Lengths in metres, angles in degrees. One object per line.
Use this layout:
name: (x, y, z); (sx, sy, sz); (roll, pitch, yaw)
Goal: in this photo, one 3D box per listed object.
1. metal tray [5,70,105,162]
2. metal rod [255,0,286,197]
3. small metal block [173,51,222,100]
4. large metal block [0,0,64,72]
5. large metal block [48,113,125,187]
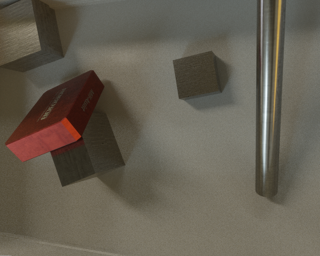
metal tray: (-0.131, -0.020, 0.404); (0.090, 0.130, 0.030); (-20, 121, 18)
metal rod: (0.108, -0.060, 0.306); (0.025, 0.025, 0.298); (2, 116, 20)
small metal block: (0.047, -0.065, 0.393); (0.050, 0.025, 0.050); (-10, 87, 19)
large metal block: (-0.201, -0.137, 0.466); (0.080, 0.050, 0.080); (-14, 86, 19)
large metal block: (-0.099, 0.026, 0.415); (0.050, 0.080, 0.080); (-24, 82, 18)
